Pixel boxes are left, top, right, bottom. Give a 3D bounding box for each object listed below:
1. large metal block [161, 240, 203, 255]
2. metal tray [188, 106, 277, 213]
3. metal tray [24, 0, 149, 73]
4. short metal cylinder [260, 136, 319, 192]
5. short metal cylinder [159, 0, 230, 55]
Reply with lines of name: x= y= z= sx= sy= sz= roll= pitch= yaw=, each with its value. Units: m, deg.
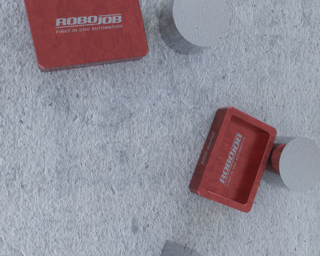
large metal block: x=0.028 y=0.201 z=0.391 sx=0.050 sy=0.080 sz=0.080 roll=27 pitch=81 yaw=-18
metal tray: x=0.106 y=0.045 z=0.445 sx=0.090 sy=0.030 sz=0.130 roll=24 pitch=82 yaw=-19
metal tray: x=-0.086 y=-0.122 z=0.374 sx=0.131 sy=0.030 sz=0.089 roll=-12 pitch=94 yaw=-20
short metal cylinder: x=0.195 y=0.052 z=0.468 sx=0.081 sy=0.050 sz=0.079 roll=0 pitch=90 yaw=-20
short metal cylinder: x=0.045 y=-0.142 z=0.412 sx=0.081 sy=0.050 sz=0.079 roll=0 pitch=90 yaw=-20
